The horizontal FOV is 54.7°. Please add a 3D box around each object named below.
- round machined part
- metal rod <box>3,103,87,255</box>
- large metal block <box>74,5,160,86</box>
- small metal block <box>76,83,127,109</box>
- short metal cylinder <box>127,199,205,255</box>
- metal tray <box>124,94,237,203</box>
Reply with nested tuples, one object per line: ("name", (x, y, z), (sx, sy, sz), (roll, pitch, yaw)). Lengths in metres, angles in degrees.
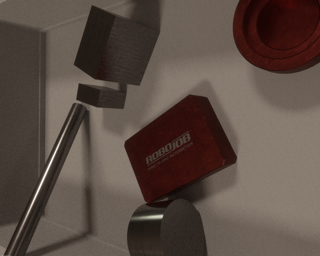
("round machined part", (0.123, -0.100, 0.293), (0.098, 0.042, 0.097), (0, 90, 39))
("metal rod", (-0.172, 0.094, 0.451), (0.025, 0.025, 0.300), (-7, 55, 39))
("large metal block", (-0.057, -0.107, 0.416), (0.050, 0.081, 0.079), (35, 112, 34))
("small metal block", (-0.087, -0.047, 0.460), (0.050, 0.050, 0.025), (20, 103, 38))
("short metal cylinder", (0.008, 0.126, 0.362), (0.050, 0.081, 0.080), (-19, 78, 38))
("metal tray", (0.019, 0.029, 0.386), (0.130, 0.030, 0.090), (-35, 69, 34))
